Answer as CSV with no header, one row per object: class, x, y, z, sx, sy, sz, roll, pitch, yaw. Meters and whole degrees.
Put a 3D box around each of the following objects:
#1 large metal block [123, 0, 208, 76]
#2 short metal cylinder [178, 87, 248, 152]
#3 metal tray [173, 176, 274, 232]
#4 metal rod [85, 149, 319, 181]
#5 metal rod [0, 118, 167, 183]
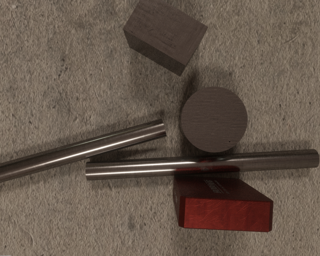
large metal block,0.006,-0.111,0.383,0.080,0.080,0.050,30,90,-1
short metal cylinder,0.066,-0.010,0.398,0.081,0.050,0.079,0,90,-1
metal tray,0.063,0.082,0.358,0.091,0.130,0.030,3,90,0
metal rod,0.055,0.049,0.410,0.302,0.025,0.025,-3,90,-1
metal rod,-0.140,0.040,0.408,0.302,0.025,0.025,-16,90,-1
